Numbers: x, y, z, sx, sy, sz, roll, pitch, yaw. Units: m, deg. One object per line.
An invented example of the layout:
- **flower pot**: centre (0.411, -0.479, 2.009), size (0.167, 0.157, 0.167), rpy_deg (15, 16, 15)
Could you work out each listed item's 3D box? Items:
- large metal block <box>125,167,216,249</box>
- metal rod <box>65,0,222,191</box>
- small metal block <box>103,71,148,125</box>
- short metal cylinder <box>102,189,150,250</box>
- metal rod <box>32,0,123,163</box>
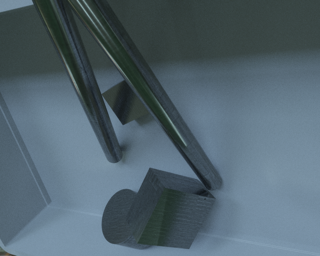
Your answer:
- **large metal block**: centre (0.013, 0.107, 0.408), size (0.081, 0.050, 0.080), rpy_deg (19, 103, -29)
- **metal rod**: centre (0.005, -0.015, 0.316), size (0.025, 0.025, 0.300), rpy_deg (-5, 141, 30)
- **small metal block**: centre (-0.039, -0.038, 0.404), size (0.050, 0.025, 0.050), rpy_deg (-24, 106, 36)
- **short metal cylinder**: centre (-0.042, 0.139, 0.470), size (0.080, 0.080, 0.050), rpy_deg (-21, 142, 35)
- **metal rod**: centre (-0.077, -0.033, 0.344), size (0.025, 0.025, 0.299), rpy_deg (21, 153, 15)
